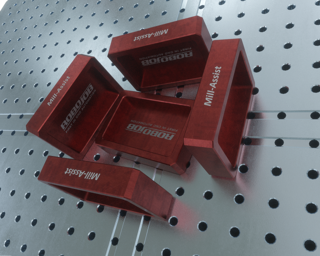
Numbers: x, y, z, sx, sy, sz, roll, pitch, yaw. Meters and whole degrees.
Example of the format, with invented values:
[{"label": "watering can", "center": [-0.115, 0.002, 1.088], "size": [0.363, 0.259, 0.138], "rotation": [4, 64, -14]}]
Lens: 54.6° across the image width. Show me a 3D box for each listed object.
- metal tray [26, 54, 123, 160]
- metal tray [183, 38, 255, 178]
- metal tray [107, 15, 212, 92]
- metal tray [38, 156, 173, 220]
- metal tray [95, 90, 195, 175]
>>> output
[{"label": "metal tray", "center": [-0.115, -0.028, 0.446], "size": [0.030, 0.090, 0.130], "rotation": [20, 72, 36]}, {"label": "metal tray", "center": [0.071, -0.021, 0.342], "size": [0.030, 0.090, 0.130], "rotation": [5, 64, 30]}, {"label": "metal tray", "center": [0.007, -0.094, 0.421], "size": [0.130, 0.090, 0.030], "rotation": [-6, 59, 25]}, {"label": "metal tray", "center": [-0.062, 0.069, 0.358], "size": [0.130, 0.090, 0.030], "rotation": [4, 64, 30]}, {"label": "metal tray", "center": [-0.014, 0.001, 0.412], "size": [0.130, 0.030, 0.090], "rotation": [12, 68, 33]}]
